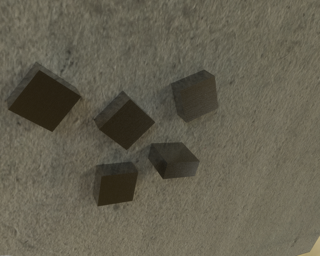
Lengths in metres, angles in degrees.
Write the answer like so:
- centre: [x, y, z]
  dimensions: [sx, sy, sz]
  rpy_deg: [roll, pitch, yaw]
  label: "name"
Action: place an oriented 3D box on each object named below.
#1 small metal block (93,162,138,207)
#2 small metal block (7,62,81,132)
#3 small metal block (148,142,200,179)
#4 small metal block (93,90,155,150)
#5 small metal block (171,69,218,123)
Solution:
- centre: [-0.061, 0.076, 0.422]
  dimensions: [0.050, 0.025, 0.050]
  rpy_deg: [-3, 120, -28]
  label: "small metal block"
- centre: [-0.120, -0.031, 0.322]
  dimensions: [0.050, 0.025, 0.050]
  rpy_deg: [-49, 129, 6]
  label: "small metal block"
- centre: [0.018, 0.044, 0.430]
  dimensions: [0.050, 0.050, 0.025]
  rpy_deg: [0, 119, -29]
  label: "small metal block"
- centre: [-0.043, -0.009, 0.379]
  dimensions: [0.050, 0.025, 0.050]
  rpy_deg: [-45, 130, 2]
  label: "small metal block"
- centre: [0.047, -0.042, 0.408]
  dimensions: [0.050, 0.025, 0.050]
  rpy_deg: [-25, 128, -14]
  label: "small metal block"
